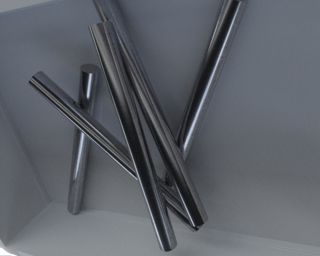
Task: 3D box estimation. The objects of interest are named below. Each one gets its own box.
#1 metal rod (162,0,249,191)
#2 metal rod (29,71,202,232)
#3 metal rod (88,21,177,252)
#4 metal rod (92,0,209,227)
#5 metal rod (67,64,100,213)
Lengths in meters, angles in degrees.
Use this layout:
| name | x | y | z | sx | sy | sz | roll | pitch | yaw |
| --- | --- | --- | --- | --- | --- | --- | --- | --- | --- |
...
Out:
| name | x | y | z | sx | sy | sz | roll | pitch | yaw |
| --- | --- | --- | --- | --- | --- | --- | --- | --- | --- |
| metal rod | 0.039 | -0.009 | 0.381 | 0.025 | 0.025 | 0.298 | 25 | 127 | 12 |
| metal rod | -0.057 | 0.033 | 0.423 | 0.300 | 0.025 | 0.025 | 42 | 129 | -2 |
| metal rod | -0.027 | 0.024 | 0.379 | 0.025 | 0.025 | 0.298 | -5 | 111 | 30 |
| metal rod | -0.007 | -0.013 | 0.378 | 0.025 | 0.025 | 0.299 | -16 | 103 | 34 |
| metal rod | -0.127 | 0.036 | 0.495 | 0.025 | 0.025 | 0.298 | 26 | 127 | 12 |
